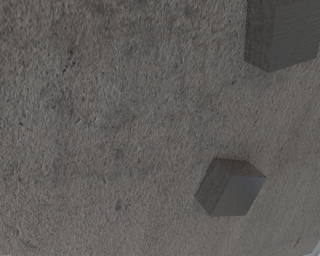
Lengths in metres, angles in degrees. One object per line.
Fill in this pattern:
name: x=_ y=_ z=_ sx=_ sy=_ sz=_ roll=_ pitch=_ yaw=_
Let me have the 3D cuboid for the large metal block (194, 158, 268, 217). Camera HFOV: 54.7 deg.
large metal block: x=0.117 y=0.099 z=0.516 sx=0.081 sy=0.050 sz=0.079 roll=8 pitch=114 yaw=-32

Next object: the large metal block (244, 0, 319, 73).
large metal block: x=0.159 y=-0.126 z=0.399 sx=0.081 sy=0.050 sz=0.079 roll=-19 pitch=126 yaw=-18
